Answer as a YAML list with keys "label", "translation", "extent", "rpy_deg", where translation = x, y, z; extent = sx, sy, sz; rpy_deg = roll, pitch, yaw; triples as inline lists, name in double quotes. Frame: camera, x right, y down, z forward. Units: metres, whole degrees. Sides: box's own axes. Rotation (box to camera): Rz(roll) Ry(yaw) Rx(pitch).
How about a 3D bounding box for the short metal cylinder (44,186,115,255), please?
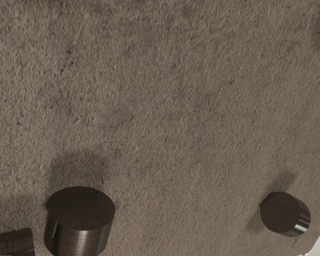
- label: "short metal cylinder"
  translation: [-0.101, 0.118, 0.390]
  extent: [0.081, 0.080, 0.050]
  rpy_deg: [2, 117, -30]

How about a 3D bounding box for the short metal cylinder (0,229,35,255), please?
- label: "short metal cylinder"
  translation: [-0.181, 0.169, 0.378]
  extent: [0.050, 0.080, 0.079]
  rpy_deg: [-5, 121, -26]

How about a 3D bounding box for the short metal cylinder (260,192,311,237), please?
- label: "short metal cylinder"
  translation: [0.250, 0.173, 0.618]
  extent: [0.050, 0.080, 0.080]
  rpy_deg: [29, 102, -38]
